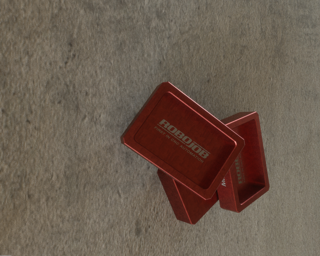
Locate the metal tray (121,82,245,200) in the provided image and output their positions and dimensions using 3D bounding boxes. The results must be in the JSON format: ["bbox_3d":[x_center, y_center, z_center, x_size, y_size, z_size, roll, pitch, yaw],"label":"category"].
[{"bbox_3d":[0.029,0.016,0.384,0.130,0.030,0.090,36,80,-11],"label":"metal tray"}]

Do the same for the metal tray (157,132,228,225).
[{"bbox_3d":[0.064,0.066,0.458,0.131,0.030,0.090,-34,112,-35],"label":"metal tray"}]

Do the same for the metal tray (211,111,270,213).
[{"bbox_3d":[0.119,0.048,0.464,0.091,0.030,0.129,-20,103,-39],"label":"metal tray"}]
